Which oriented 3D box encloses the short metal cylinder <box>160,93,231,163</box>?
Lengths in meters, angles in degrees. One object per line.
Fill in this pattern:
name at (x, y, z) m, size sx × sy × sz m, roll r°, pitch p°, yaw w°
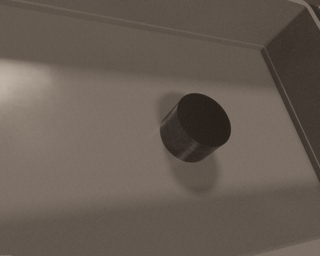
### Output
short metal cylinder at (0.047, 0.000, 0.417) m, size 0.081 × 0.050 × 0.080 m, roll 14°, pitch 56°, yaw -21°
